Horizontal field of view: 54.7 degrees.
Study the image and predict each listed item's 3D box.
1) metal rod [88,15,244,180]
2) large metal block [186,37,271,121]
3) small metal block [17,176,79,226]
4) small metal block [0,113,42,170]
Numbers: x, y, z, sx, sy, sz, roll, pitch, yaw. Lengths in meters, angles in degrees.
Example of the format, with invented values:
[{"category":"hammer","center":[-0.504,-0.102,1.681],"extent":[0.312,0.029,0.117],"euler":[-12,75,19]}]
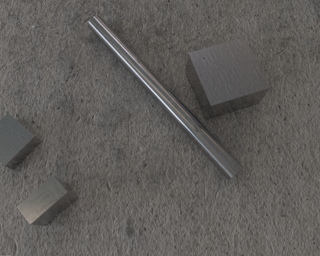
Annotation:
[{"category":"metal rod","center":[-0.001,-0.050,0.426],"extent":[0.025,0.025,0.300],"euler":[-38,75,-13]},{"category":"large metal block","center":[0.088,-0.066,0.420],"extent":[0.080,0.050,0.080],"euler":[-17,71,-6]},{"category":"small metal block","center":[-0.129,0.087,0.362],"extent":[0.050,0.050,0.025],"euler":[-41,75,-14]},{"category":"small metal block","center":[-0.193,0.018,0.400],"extent":[0.050,0.025,0.050],"euler":[37,74,12]}]
